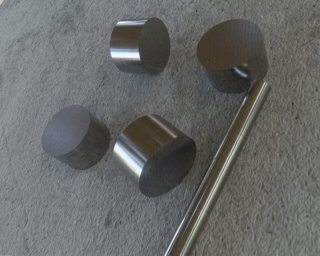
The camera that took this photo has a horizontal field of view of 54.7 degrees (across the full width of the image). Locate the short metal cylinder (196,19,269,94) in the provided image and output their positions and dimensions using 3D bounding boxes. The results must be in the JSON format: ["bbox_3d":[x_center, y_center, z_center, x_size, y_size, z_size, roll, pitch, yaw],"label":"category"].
[{"bbox_3d":[0.093,-0.091,0.395,0.080,0.050,0.080,-13,56,21],"label":"short metal cylinder"}]

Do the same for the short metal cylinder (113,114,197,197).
[{"bbox_3d":[-0.005,0.031,0.352,0.080,0.080,0.050,-48,51,-5],"label":"short metal cylinder"}]

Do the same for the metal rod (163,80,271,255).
[{"bbox_3d":[0.048,0.075,0.332,0.025,0.025,0.300,19,72,35],"label":"metal rod"}]

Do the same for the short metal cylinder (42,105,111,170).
[{"bbox_3d":[-0.119,0.014,0.442,0.080,0.050,0.080,-13,56,21],"label":"short metal cylinder"}]

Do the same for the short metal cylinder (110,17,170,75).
[{"bbox_3d":[-0.027,-0.120,0.456,0.050,0.080,0.080,10,67,32],"label":"short metal cylinder"}]
